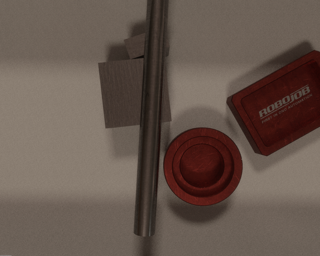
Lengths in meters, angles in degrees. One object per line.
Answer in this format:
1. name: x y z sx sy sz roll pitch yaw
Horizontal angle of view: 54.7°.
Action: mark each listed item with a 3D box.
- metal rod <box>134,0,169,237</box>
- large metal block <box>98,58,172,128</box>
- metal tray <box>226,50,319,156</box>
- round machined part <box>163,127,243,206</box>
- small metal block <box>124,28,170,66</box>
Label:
1. metal rod: -0.010 -0.026 0.361 0.025 0.025 0.298 3 91 -1
2. large metal block: -0.030 -0.044 0.399 0.081 0.050 0.079 -6 90 -1
3. metal tray: 0.167 -0.032 0.411 0.130 0.030 0.090 -29 90 -1
4. round machined part: 0.054 0.048 0.404 0.099 0.042 0.097 0 90 -1
5. small metal block: -0.016 -0.103 0.399 0.050 0.050 0.025 -18 90 -1
